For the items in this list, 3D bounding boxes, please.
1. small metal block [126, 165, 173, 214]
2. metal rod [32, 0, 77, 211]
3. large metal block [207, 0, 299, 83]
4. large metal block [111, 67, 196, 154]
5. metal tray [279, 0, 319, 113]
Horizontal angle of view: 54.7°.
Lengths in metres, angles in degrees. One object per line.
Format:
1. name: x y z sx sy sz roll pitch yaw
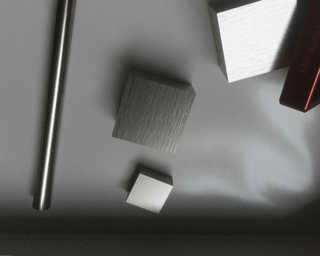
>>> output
1. small metal block: -0.015 0.088 0.444 0.050 0.025 0.050 23 108 -9
2. metal rod: -0.139 -0.024 0.400 0.025 0.025 0.298 12 110 -5
3. large metal block: 0.105 -0.107 0.351 0.080 0.050 0.080 -15 123 5
4. large metal block: -0.009 -0.023 0.389 0.080 0.050 0.079 16 109 -6
5. metal tray: 0.181 -0.089 0.341 0.030 0.091 0.129 28 122 35
